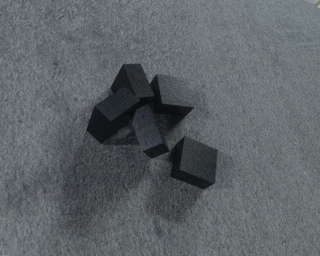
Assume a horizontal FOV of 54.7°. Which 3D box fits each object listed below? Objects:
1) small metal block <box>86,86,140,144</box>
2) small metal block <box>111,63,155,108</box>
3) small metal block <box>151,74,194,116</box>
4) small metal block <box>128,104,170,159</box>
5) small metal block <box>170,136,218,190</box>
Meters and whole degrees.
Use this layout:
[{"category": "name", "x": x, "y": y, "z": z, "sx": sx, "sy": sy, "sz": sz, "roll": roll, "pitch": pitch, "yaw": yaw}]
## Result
[{"category": "small metal block", "x": -0.056, "y": -0.015, "z": 0.367, "sx": 0.025, "sy": 0.050, "sz": 0.050, "roll": 43, "pitch": 51, "yaw": 7}, {"category": "small metal block", "x": -0.036, "y": -0.047, "z": 0.398, "sx": 0.025, "sy": 0.050, "sz": 0.050, "roll": -10, "pitch": 67, "yaw": -33}, {"category": "small metal block", "x": 0.017, "y": -0.047, "z": 0.443, "sx": 0.050, "sy": 0.025, "sz": 0.050, "roll": 5, "pitch": 60, "yaw": -26}, {"category": "small metal block", "x": -0.012, "y": 0.006, "z": 0.375, "sx": 0.025, "sy": 0.050, "sz": 0.050, "roll": -23, "pitch": 72, "yaw": 4}, {"category": "small metal block", "x": 0.045, "y": 0.045, "z": 0.402, "sx": 0.050, "sy": 0.025, "sz": 0.050, "roll": 23, "pitch": 53, "yaw": -15}]
